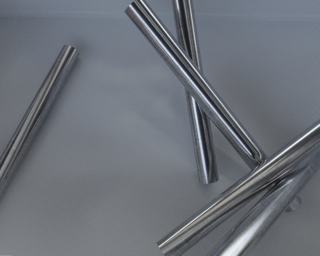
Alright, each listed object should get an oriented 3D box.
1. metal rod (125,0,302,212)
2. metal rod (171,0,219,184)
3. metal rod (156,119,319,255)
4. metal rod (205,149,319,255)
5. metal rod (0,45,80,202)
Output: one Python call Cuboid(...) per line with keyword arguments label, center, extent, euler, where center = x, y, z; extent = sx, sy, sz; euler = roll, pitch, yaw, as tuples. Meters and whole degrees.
Cuboid(label="metal rod", center=(0.067, -0.020, 0.357), extent=(0.025, 0.025, 0.300), euler=(-42, 99, -14))
Cuboid(label="metal rod", center=(0.038, -0.080, 0.375), extent=(0.025, 0.025, 0.298), euler=(-10, 95, -4))
Cuboid(label="metal rod", center=(0.126, 0.045, 0.344), extent=(0.301, 0.025, 0.025), euler=(-34, 74, -11))
Cuboid(label="metal rod", center=(0.102, 0.086, 0.304), extent=(0.302, 0.025, 0.025), euler=(-26, 70, -40))
Cuboid(label="metal rod", center=(-0.181, 0.019, 0.400), extent=(0.025, 0.025, 0.300), euler=(19, 71, 6))
